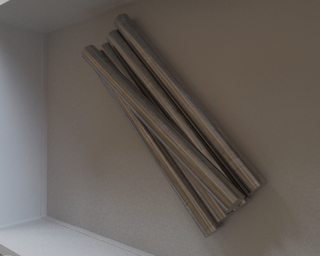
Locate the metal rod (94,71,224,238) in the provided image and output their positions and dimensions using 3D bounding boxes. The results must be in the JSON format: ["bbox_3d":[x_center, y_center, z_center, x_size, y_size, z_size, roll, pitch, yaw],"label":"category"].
[{"bbox_3d":[-0.016,0.009,0.419,0.025,0.025,0.300,-50,61,28],"label":"metal rod"}]

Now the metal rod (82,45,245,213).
[{"bbox_3d":[-0.014,-0.018,0.383,0.300,0.025,0.025,46,118,30],"label":"metal rod"}]

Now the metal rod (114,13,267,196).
[{"bbox_3d":[0.023,-0.046,0.387,0.025,0.025,0.300,-50,61,28],"label":"metal rod"}]

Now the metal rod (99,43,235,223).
[{"bbox_3d":[-0.004,-0.011,0.409,0.025,0.025,0.300,-50,61,28],"label":"metal rod"}]

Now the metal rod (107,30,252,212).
[{"bbox_3d":[0.010,-0.027,0.397,0.025,0.025,0.300,-50,61,28],"label":"metal rod"}]
